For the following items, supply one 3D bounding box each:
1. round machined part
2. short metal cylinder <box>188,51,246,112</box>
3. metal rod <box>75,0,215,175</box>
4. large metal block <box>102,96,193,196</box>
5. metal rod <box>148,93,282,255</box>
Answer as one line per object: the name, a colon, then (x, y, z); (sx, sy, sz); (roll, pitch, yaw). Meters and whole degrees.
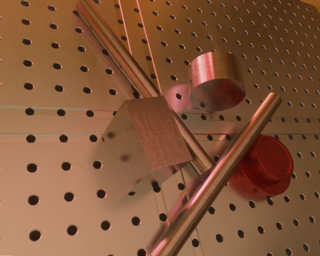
round machined part: (0.154, 0.050, 0.452); (0.099, 0.042, 0.098); (14, 56, -21)
short metal cylinder: (0.083, -0.067, 0.461); (0.081, 0.080, 0.050); (13, 57, -22)
metal rod: (-0.026, -0.063, 0.434); (0.025, 0.025, 0.299); (-30, 78, -38)
large metal block: (-0.018, 0.021, 0.352); (0.050, 0.080, 0.080); (-10, 67, -33)
metal rod: (0.087, 0.048, 0.401); (0.025, 0.025, 0.301); (43, 59, 1)
